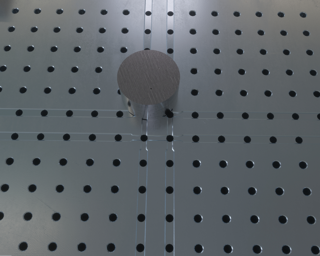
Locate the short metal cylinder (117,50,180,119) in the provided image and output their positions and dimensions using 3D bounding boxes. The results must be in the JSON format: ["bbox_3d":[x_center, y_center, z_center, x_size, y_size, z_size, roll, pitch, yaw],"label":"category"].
[{"bbox_3d":[-0.015,-0.058,0.419,0.081,0.050,0.080,0,70,0],"label":"short metal cylinder"}]
